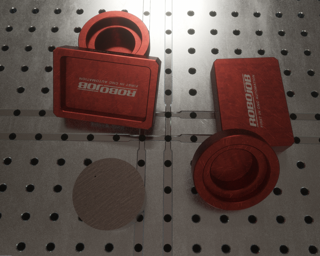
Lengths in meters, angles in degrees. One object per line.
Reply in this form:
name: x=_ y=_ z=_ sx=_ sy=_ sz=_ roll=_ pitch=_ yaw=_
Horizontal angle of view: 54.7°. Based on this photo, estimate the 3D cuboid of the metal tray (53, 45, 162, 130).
metal tray: x=-0.069 y=-0.052 z=0.400 sx=0.131 sy=0.030 sz=0.089 roll=8 pitch=110 yaw=2

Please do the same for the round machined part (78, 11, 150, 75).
round machined part: x=-0.063 y=-0.115 z=0.444 sx=0.099 sy=0.042 sz=0.098 roll=0 pitch=70 yaw=-1

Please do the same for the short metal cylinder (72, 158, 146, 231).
short metal cylinder: x=-0.057 y=0.081 z=0.368 sx=0.081 sy=0.050 sz=0.080 roll=0 pitch=70 yaw=0

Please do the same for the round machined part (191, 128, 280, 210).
round machined part: x=0.086 y=0.046 z=0.370 sx=0.099 sy=0.042 sz=0.097 roll=-1 pitch=111 yaw=-1

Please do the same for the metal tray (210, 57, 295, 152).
metal tray: x=0.122 y=-0.032 z=0.422 sx=0.091 sy=0.030 sz=0.130 roll=-2 pitch=70 yaw=-1
